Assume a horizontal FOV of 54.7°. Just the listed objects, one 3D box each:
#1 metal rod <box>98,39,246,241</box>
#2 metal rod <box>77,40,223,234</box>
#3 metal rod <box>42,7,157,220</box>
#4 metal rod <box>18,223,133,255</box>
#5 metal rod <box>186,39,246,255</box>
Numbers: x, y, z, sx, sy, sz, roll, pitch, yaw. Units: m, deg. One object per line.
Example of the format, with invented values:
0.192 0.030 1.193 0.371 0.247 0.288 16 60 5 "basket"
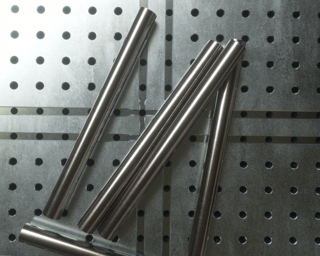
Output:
0.013 0.019 0.400 0.025 0.025 0.299 35 95 -1 "metal rod"
-0.012 0.011 0.413 0.025 0.025 0.299 36 90 -1 "metal rod"
-0.080 -0.019 0.412 0.025 0.025 0.299 25 90 -1 "metal rod"
-0.037 0.184 0.413 0.302 0.025 0.025 18 90 -1 "metal rod"
0.074 0.031 0.414 0.025 0.025 0.298 11 90 -1 "metal rod"
